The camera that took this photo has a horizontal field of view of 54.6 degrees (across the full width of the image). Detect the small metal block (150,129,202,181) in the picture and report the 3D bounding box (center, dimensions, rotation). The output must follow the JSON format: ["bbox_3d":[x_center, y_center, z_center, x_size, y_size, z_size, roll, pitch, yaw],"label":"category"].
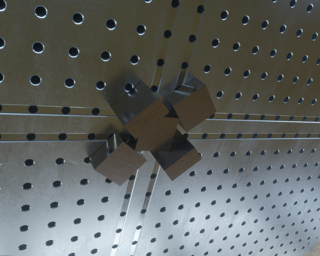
[{"bbox_3d":[0.021,0.037,0.428,0.050,0.050,0.025,-36,129,-4],"label":"small metal block"}]

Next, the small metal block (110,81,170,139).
[{"bbox_3d":[-0.025,-0.022,0.367,0.050,0.050,0.025,-39,130,-1],"label":"small metal block"}]

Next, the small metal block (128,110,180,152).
[{"bbox_3d":[-0.008,0.003,0.407,0.050,0.025,0.050,4,115,-29],"label":"small metal block"}]

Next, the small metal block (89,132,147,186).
[{"bbox_3d":[-0.054,0.041,0.406,0.050,0.025,0.050,-44,130,2],"label":"small metal block"}]

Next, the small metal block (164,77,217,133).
[{"bbox_3d":[0.042,-0.031,0.414,0.050,0.025,0.050,-34,129,-5],"label":"small metal block"}]
